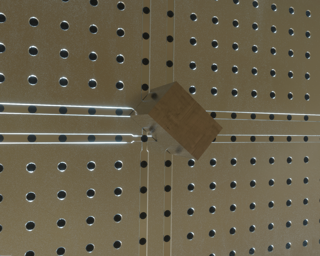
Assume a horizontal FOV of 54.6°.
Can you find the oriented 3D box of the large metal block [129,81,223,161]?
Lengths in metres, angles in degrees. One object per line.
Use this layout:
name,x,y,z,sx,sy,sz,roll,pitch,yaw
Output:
large metal block,0.017,-0.008,0.389,0.080,0.080,0.050,43,77,-15
